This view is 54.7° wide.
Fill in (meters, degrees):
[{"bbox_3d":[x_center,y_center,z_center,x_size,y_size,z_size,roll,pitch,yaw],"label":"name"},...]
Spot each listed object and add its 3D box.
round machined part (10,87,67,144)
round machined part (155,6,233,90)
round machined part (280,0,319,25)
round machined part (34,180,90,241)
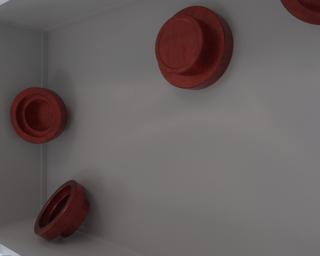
[{"bbox_3d":[-0.210,-0.023,0.552,0.098,0.042,0.097,1,95,11],"label":"round machined part"},{"bbox_3d":[0.033,-0.096,0.369,0.098,0.042,0.097,0,90,40],"label":"round machined part"},{"bbox_3d":[0.143,-0.140,0.255,0.098,0.098,0.042,-41,23,32],"label":"round machined part"},{"bbox_3d":[-0.153,0.136,0.500,0.098,0.042,0.098,-37,26,22],"label":"round machined part"}]
